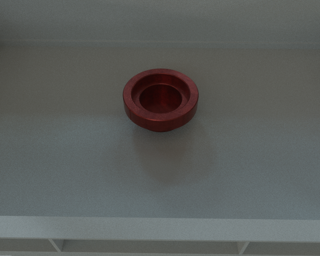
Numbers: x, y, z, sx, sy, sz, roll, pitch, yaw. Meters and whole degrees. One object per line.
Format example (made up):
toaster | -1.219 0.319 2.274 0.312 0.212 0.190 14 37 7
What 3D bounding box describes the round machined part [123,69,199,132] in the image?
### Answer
round machined part | 0.001 -0.033 0.418 0.099 0.042 0.098 0 50 0
